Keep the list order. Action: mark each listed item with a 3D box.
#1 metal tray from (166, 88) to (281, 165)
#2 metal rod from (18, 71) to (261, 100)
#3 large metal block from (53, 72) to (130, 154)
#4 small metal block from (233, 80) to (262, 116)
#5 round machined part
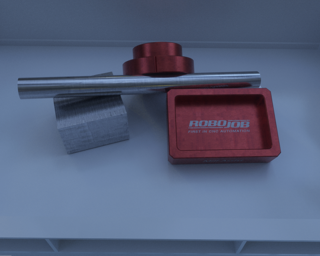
[{"bbox_3d":[0.074,-0.003,0.385,0.131,0.030,0.090,-1,69,-2],"label":"metal tray"},{"bbox_3d":[-0.014,-0.056,0.391,0.302,0.025,0.025,-4,50,-13],"label":"metal rod"},{"bbox_3d":[-0.090,-0.022,0.403,0.081,0.050,0.080,-14,52,-12],"label":"large metal block"},{"bbox_3d":[0.118,-0.045,0.442,0.050,0.025,0.050,-9,51,-8],"label":"small metal block"},{"bbox_3d":[-0.003,-0.090,0.429,0.099,0.098,0.042,-3,91,-3],"label":"round machined part"}]
